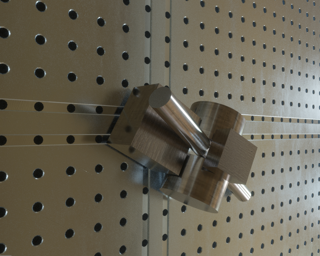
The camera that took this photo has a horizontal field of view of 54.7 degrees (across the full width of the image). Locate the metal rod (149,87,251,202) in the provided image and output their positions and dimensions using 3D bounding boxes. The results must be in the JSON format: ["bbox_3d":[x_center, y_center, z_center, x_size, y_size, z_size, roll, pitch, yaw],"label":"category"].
[{"bbox_3d":[0.071,0.041,0.413,0.300,0.025,0.025,45,62,-48],"label":"metal rod"}]

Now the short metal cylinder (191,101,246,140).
[{"bbox_3d":[0.073,0.004,0.431,0.080,0.080,0.050,34,69,-35],"label":"short metal cylinder"}]

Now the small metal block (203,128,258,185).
[{"bbox_3d":[0.085,0.035,0.374,0.050,0.025,0.050,32,70,-26],"label":"small metal block"}]

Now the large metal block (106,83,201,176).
[{"bbox_3d":[-0.005,0.003,0.381,0.080,0.050,0.080,36,68,-34],"label":"large metal block"}]

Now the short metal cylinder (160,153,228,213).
[{"bbox_3d":[0.046,0.073,0.408,0.080,0.080,0.050,37,67,-34],"label":"short metal cylinder"}]
